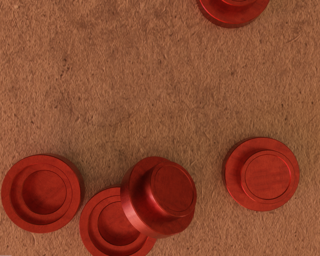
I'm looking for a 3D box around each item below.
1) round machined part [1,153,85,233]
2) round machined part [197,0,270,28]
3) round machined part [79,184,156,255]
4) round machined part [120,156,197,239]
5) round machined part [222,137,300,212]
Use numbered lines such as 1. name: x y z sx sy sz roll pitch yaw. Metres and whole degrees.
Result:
1. round machined part: -0.146 0.081 0.400 0.099 0.042 0.097 0 90 0
2. round machined part: 0.097 -0.184 0.402 0.099 0.042 0.097 0 90 0
3. round machined part: -0.050 0.120 0.401 0.099 0.042 0.097 0 90 0
4. round machined part: 0.005 0.078 0.373 0.098 0.099 0.042 51 133 0
5. round machined part: 0.133 0.060 0.402 0.099 0.042 0.097 0 90 0
